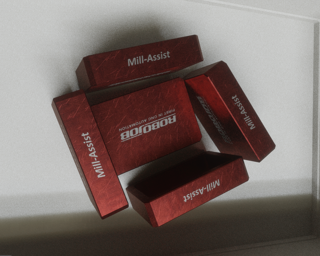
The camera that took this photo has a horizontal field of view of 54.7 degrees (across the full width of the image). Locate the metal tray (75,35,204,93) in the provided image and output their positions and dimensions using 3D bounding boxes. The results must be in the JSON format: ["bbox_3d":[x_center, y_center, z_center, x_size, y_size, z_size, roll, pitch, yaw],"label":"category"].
[{"bbox_3d":[-0.027,-0.073,0.364,0.131,0.090,0.030,-17,96,-20],"label":"metal tray"}]

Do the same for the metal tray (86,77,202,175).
[{"bbox_3d":[-0.019,-0.004,0.399,0.131,0.030,0.090,-21,97,-19],"label":"metal tray"}]

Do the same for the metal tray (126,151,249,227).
[{"bbox_3d":[0.031,0.069,0.387,0.131,0.090,0.030,-22,98,-19],"label":"metal tray"}]

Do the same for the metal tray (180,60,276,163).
[{"bbox_3d":[0.083,-0.019,0.407,0.030,0.090,0.130,-38,103,-15],"label":"metal tray"}]

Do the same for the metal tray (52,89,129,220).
[{"bbox_3d":[-0.081,0.027,0.344,0.030,0.090,0.129,-23,98,-19],"label":"metal tray"}]
